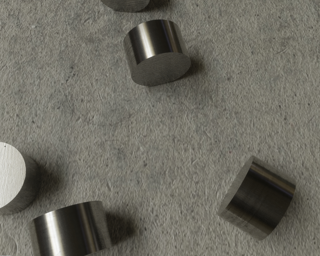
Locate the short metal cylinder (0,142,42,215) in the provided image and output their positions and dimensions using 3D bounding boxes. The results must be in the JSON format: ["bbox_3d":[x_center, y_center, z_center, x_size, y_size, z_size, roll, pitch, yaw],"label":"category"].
[{"bbox_3d":[-0.191,0.062,0.371,0.081,0.050,0.080,0,70,0],"label":"short metal cylinder"}]

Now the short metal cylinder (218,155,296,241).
[{"bbox_3d":[0.108,0.078,0.351,0.050,0.080,0.080,31,73,10],"label":"short metal cylinder"}]

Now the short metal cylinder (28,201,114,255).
[{"bbox_3d":[-0.095,0.117,0.335,0.080,0.080,0.050,-18,71,-6],"label":"short metal cylinder"}]

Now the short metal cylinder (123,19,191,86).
[{"bbox_3d":[-0.004,-0.098,0.415,0.081,0.080,0.050,-14,71,-5],"label":"short metal cylinder"}]

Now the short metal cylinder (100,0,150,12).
[{"bbox_3d":[-0.052,-0.219,0.458,0.080,0.080,0.050,5,70,2],"label":"short metal cylinder"}]
